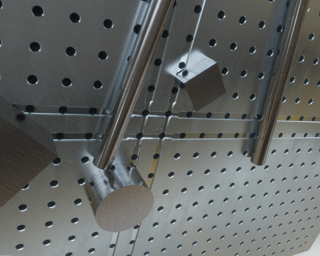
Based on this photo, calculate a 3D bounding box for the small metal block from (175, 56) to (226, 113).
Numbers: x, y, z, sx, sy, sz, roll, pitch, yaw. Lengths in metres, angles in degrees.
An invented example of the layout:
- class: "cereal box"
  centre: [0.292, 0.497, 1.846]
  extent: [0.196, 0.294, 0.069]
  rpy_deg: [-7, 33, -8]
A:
- class: "small metal block"
  centre: [0.054, -0.057, 0.407]
  extent: [0.050, 0.025, 0.050]
  rpy_deg: [-33, 129, -7]

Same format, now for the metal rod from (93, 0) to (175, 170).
- class: "metal rod"
  centre: [-0.020, -0.082, 0.350]
  extent: [0.025, 0.025, 0.298]
  rpy_deg: [10, 114, -33]

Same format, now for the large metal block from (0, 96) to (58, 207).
- class: "large metal block"
  centre: [-0.168, 0.022, 0.317]
  extent: [0.080, 0.050, 0.080]
  rpy_deg: [-42, 130, 0]

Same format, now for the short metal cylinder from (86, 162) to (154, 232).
- class: "short metal cylinder"
  centre: [-0.055, 0.094, 0.425]
  extent: [0.081, 0.050, 0.079]
  rpy_deg: [-14, 124, -21]

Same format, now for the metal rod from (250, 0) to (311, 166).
- class: "metal rod"
  centre: [0.180, -0.070, 0.468]
  extent: [0.025, 0.025, 0.298]
  rpy_deg: [-11, 123, -23]
